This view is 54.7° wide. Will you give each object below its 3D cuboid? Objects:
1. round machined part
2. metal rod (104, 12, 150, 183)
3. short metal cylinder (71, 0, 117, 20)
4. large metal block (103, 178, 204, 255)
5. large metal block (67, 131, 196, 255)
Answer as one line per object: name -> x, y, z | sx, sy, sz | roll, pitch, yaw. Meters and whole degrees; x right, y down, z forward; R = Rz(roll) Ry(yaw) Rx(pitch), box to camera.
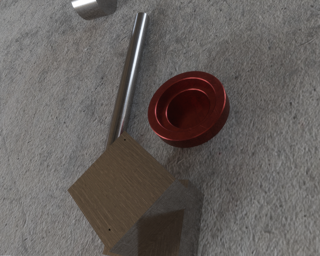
round machined part -> 0.038, -0.019, 0.384 | 0.098, 0.042, 0.098 | -13, 56, 20
metal rod -> -0.049, -0.059, 0.464 | 0.025, 0.025, 0.299 | -6, 59, 25
short metal cylinder -> -0.125, -0.250, 0.585 | 0.050, 0.080, 0.080 | -5, 60, 25
large metal block -> -0.004, 0.100, 0.327 | 0.080, 0.050, 0.080 | -3, 60, 26
large metal block -> -0.028, 0.063, 0.298 | 0.080, 0.050, 0.080 | -47, 51, -5
